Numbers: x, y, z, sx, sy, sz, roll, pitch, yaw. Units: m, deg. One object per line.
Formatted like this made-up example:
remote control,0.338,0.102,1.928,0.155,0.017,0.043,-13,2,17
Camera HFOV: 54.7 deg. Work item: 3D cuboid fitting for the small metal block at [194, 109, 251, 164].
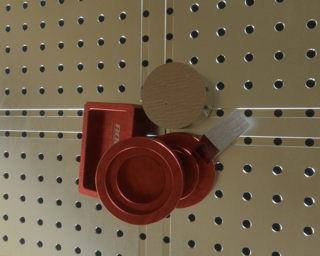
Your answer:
small metal block,0.072,0.011,0.363,0.050,0.050,0.025,-37,76,-20

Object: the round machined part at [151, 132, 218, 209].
round machined part,0.021,0.054,0.394,0.098,0.042,0.097,0,90,19

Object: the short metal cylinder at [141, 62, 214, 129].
short metal cylinder,0.023,-0.038,0.390,0.080,0.050,0.079,0,90,19

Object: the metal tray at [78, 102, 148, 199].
metal tray,-0.065,0.031,0.420,0.090,0.030,0.129,6,92,34

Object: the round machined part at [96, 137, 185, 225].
round machined part,-0.020,0.058,0.359,0.098,0.042,0.097,0,92,9
